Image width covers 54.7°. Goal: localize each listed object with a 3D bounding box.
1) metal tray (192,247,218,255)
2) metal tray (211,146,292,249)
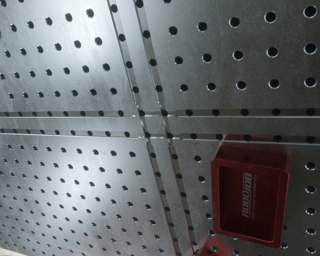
[{"bbox_3d":[0.100,0.267,0.519,0.130,0.030,0.089,36,129,3],"label":"metal tray"},{"bbox_3d":[0.115,0.091,0.402,0.090,0.030,0.129,7,122,24],"label":"metal tray"}]
